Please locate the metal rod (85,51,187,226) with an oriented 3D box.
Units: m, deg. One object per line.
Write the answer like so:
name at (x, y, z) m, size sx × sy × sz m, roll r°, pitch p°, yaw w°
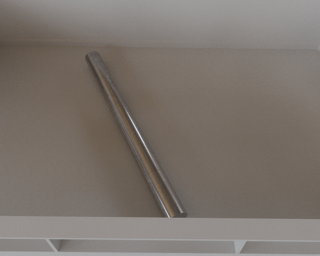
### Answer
metal rod at (-0.045, -0.009, 0.411) m, size 0.025 × 0.025 × 0.300 m, roll -19°, pitch 53°, yaw -16°
